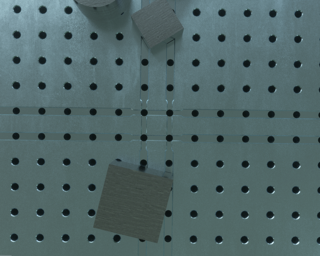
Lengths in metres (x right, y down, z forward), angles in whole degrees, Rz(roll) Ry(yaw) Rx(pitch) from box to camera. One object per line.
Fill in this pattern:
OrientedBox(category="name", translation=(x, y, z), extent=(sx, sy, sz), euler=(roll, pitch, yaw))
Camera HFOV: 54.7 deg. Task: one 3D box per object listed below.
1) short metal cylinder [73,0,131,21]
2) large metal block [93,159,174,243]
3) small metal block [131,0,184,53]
OrientedBox(category="short metal cylinder", translation=(-0.079, -0.187, 0.400), extent=(0.081, 0.050, 0.079), euler=(0, 90, 0))
OrientedBox(category="large metal block", translation=(-0.032, 0.092, 0.401), extent=(0.080, 0.050, 0.080), euler=(14, 90, 0))
OrientedBox(category="small metal block", translation=(-0.003, -0.138, 0.413), extent=(0.050, 0.025, 0.050), euler=(-31, 90, 0))
